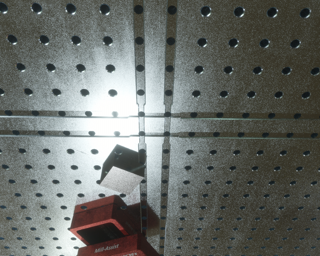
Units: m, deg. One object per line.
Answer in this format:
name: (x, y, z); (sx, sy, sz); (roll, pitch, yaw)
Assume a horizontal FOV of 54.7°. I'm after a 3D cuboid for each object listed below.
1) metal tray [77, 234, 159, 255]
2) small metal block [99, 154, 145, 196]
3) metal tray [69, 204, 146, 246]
metal tray: (-0.076, 0.244, 0.575); (0.130, 0.030, 0.090); (-18, 128, 14)
small metal block: (-0.058, 0.072, 0.472); (0.050, 0.025, 0.050); (24, 126, -20)
metal tray: (-0.093, 0.198, 0.575); (0.090, 0.030, 0.130); (-18, 128, 14)
